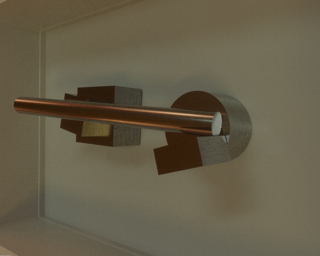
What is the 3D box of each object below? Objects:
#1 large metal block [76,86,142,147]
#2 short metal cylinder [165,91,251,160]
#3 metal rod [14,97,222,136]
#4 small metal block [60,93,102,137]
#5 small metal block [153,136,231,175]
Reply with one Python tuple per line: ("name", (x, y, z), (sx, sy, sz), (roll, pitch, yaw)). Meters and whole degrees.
("large metal block", (-0.075, -0.017, 0.446), (0.080, 0.050, 0.079), (4, 92, 39))
("short metal cylinder", (0.053, 0.001, 0.343), (0.080, 0.050, 0.079), (0, 90, 39))
("metal rod", (-0.073, -0.018, 0.371), (0.300, 0.025, 0.025), (7, 94, 31))
("small metal block", (-0.109, -0.019, 0.427), (0.050, 0.025, 0.050), (17, 100, 38))
("small metal block", (0.031, 0.026, 0.295), (0.050, 0.050, 0.025), (-18, 79, 38))
